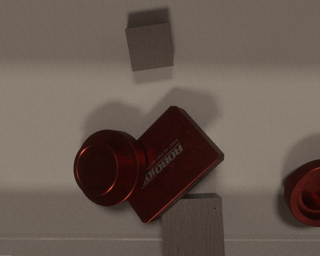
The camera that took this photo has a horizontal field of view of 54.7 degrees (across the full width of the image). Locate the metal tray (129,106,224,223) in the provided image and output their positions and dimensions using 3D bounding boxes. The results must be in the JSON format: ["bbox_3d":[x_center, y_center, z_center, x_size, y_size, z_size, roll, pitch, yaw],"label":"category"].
[{"bbox_3d":[0.005,0.047,0.400,0.130,0.030,0.090,-45,67,14],"label":"metal tray"}]

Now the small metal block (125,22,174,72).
[{"bbox_3d":[-0.012,-0.098,0.375,0.050,0.025,0.050,-8,110,2],"label":"small metal block"}]

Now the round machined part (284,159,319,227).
[{"bbox_3d":[0.224,0.087,0.437,0.099,0.042,0.097,0,110,0],"label":"round machined part"}]

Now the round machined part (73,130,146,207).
[{"bbox_3d":[-0.070,0.050,0.394,0.098,0.042,0.097,-3,84,27],"label":"round machined part"}]

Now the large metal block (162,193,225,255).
[{"bbox_3d":[0.044,0.136,0.433,0.081,0.050,0.080,-2,85,0],"label":"large metal block"}]
